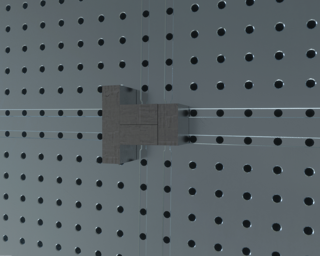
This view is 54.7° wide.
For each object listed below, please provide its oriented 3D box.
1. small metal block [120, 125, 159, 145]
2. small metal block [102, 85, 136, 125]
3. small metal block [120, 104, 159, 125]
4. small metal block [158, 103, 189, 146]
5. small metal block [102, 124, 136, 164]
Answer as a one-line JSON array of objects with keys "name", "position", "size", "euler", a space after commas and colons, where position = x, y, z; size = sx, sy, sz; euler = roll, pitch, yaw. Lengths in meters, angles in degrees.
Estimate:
[{"name": "small metal block", "position": [-0.018, 0.008, 0.404], "size": [0.050, 0.050, 0.025], "euler": [0, 90, 19]}, {"name": "small metal block", "position": [-0.054, -0.029, 0.416], "size": [0.025, 0.050, 0.050], "euler": [0, 90, 20]}, {"name": "small metal block", "position": [-0.018, -0.017, 0.404], "size": [0.050, 0.050, 0.025], "euler": [0, 90, 19]}, {"name": "small metal block", "position": [0.018, -0.004, 0.391], "size": [0.025, 0.050, 0.050], "euler": [0, 90, 20]}, {"name": "small metal block", "position": [-0.054, 0.020, 0.416], "size": [0.025, 0.050, 0.050], "euler": [0, 90, 20]}]
